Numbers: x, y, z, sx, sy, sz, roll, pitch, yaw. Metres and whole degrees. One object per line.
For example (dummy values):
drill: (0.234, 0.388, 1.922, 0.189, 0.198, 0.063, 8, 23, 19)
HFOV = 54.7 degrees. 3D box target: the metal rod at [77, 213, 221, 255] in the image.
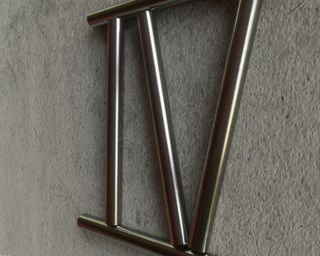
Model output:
metal rod: (-0.009, 0.155, 0.410, 0.300, 0.025, 0.025, 2, 91, 39)

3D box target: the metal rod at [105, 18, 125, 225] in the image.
metal rod: (-0.066, -0.009, 0.458, 0.025, 0.025, 0.298, 1, 91, 39)

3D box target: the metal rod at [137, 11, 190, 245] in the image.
metal rod: (0.004, -0.006, 0.400, 0.025, 0.025, 0.298, -15, 81, 39)

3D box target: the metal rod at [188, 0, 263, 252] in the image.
metal rod: (0.072, -0.005, 0.345, 0.025, 0.025, 0.298, 17, 101, 38)

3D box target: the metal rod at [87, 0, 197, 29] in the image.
metal rod: (0.011, -0.167, 0.396, 0.300, 0.025, 0.025, 2, 91, 39)
